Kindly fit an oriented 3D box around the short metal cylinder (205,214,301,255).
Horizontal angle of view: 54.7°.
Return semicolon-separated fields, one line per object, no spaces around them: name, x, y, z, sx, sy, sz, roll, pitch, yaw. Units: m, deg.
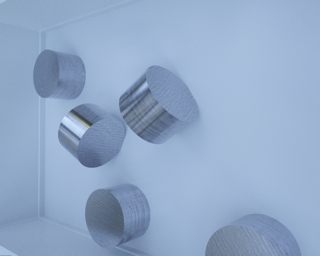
short metal cylinder;0.094;0.132;0.312;0.080;0.050;0.079;0;90;39

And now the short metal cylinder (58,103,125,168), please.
short metal cylinder;-0.098;0.011;0.449;0.050;0.081;0.079;33;110;35

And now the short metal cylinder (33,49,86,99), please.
short metal cylinder;-0.173;-0.089;0.530;0.080;0.050;0.079;0;90;39

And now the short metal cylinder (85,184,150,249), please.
short metal cylinder;-0.060;0.122;0.438;0.080;0.050;0.079;0;90;39

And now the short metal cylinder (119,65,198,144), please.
short metal cylinder;-0.001;-0.027;0.370;0.050;0.081;0.080;-39;66;33
